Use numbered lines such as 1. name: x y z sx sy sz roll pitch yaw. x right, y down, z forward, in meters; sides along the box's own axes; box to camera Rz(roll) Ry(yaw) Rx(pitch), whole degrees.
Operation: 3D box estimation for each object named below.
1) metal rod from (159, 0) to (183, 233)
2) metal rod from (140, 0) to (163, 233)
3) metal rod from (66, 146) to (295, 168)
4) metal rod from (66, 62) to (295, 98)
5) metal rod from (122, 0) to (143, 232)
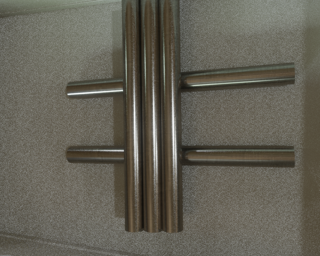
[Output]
1. metal rod: 0.013 -0.026 0.377 0.025 0.025 0.298 -1 90 20
2. metal rod: -0.010 -0.023 0.385 0.025 0.025 0.298 -1 90 20
3. metal rod: 0.012 0.036 0.405 0.301 0.025 0.025 -1 90 19
4. metal rod: 0.012 -0.059 0.405 0.301 0.025 0.025 -1 90 19
5. metal rod: -0.034 -0.021 0.394 0.025 0.025 0.298 -1 90 20
